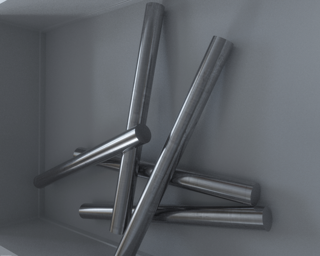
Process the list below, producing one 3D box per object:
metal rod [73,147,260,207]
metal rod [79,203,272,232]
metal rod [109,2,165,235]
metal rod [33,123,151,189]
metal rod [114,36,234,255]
[{"bbox_3d":[-0.016,0.057,0.416,0.300,0.025,0.025,6,94,39],"label":"metal rod"},{"bbox_3d":[-0.006,0.113,0.408,0.300,0.025,0.025,-10,84,39],"label":"metal rod"},{"bbox_3d":[-0.030,-0.013,0.405,0.025,0.025,0.298,9,89,39],"label":"metal rod"},{"bbox_3d":[-0.120,0.053,0.469,0.299,0.025,0.025,-25,75,42],"label":"metal rod"},{"bbox_3d":[0.011,0.037,0.368,0.025,0.025,0.298,30,101,35],"label":"metal rod"}]
